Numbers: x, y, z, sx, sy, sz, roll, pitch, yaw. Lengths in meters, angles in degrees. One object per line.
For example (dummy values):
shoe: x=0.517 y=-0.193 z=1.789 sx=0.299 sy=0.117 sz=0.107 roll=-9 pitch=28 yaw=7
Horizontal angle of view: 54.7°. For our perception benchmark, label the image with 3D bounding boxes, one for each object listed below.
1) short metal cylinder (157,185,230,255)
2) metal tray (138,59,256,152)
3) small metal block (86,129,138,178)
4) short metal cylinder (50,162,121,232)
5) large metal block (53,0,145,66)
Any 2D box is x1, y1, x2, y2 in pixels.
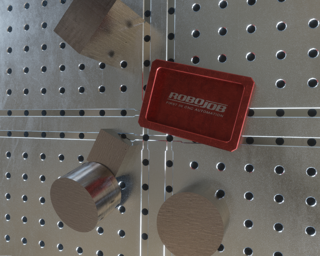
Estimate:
short metal cylinder: x=0.042 y=0.114 z=0.384 sx=0.080 sy=0.050 sz=0.079 roll=0 pitch=90 yaw=20
metal tray: x=0.045 y=-0.030 z=0.393 sx=0.130 sy=0.030 sz=0.089 roll=15 pitch=95 yaw=19
small metal block: x=-0.067 y=0.035 z=0.436 sx=0.050 sy=0.025 sz=0.050 roll=29 pitch=99 yaw=17
short metal cylinder: x=-0.101 y=0.093 z=0.422 sx=0.080 sy=0.050 sz=0.079 roll=10 pitch=113 yaw=26
large metal block: x=-0.077 y=-0.136 z=0.411 sx=0.050 sy=0.080 sz=0.080 roll=42 pitch=103 yaw=15
